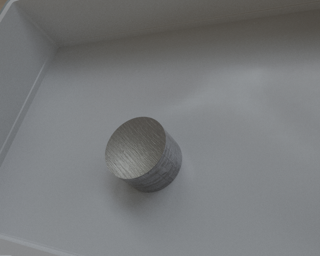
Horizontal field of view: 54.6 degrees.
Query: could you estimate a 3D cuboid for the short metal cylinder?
[{"bbox_3d":[-0.019,0.033,0.381,0.080,0.050,0.080,-13,56,21],"label":"short metal cylinder"}]
